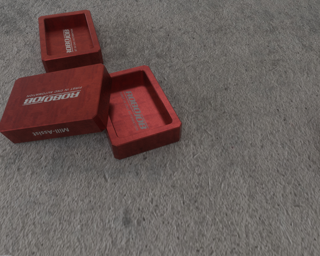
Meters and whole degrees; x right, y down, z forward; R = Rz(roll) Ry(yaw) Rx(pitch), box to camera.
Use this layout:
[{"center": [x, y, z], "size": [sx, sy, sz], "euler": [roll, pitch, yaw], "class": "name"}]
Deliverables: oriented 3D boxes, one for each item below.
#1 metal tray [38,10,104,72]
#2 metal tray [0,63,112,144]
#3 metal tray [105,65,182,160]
[{"center": [-0.152, -0.148, 0.523], "size": [0.091, 0.030, 0.130], "euler": [-13, 51, -11], "class": "metal tray"}, {"center": [-0.132, -0.032, 0.401], "size": [0.131, 0.030, 0.090], "euler": [-7, 55, 11], "class": "metal tray"}, {"center": [-0.037, -0.027, 0.421], "size": [0.091, 0.030, 0.130], "euler": [-17, 52, -14], "class": "metal tray"}]
